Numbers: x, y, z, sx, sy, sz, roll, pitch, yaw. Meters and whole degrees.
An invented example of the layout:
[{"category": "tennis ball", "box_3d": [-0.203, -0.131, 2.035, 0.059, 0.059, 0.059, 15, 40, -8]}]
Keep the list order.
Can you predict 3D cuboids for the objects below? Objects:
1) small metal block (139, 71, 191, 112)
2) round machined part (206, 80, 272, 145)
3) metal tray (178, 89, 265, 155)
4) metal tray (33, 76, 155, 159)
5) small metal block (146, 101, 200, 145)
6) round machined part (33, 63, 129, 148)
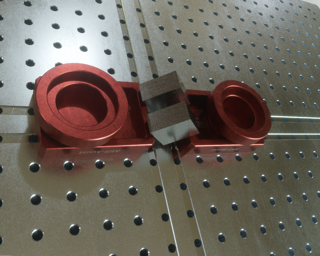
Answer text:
[{"category": "small metal block", "box_3d": [0.007, -0.044, 0.404, 0.050, 0.050, 0.025, -19, 65, 12]}, {"category": "round machined part", "box_3d": [0.109, -0.018, 0.451, 0.099, 0.042, 0.098, 14, 56, -21]}, {"category": "metal tray", "box_3d": [0.083, -0.009, 0.455, 0.131, 0.030, 0.090, 1, 62, -28]}, {"category": "metal tray", "box_3d": [-0.078, -0.013, 0.372, 0.131, 0.030, 0.090, -1, 64, -29]}, {"category": "small metal block", "box_3d": [0.017, -0.005, 0.385, 0.050, 0.050, 0.025, -19, 65, 12]}, {"category": "round machined part", "box_3d": [-0.089, -0.021, 0.346, 0.099, 0.042, 0.098, 14, 56, -21]}]
